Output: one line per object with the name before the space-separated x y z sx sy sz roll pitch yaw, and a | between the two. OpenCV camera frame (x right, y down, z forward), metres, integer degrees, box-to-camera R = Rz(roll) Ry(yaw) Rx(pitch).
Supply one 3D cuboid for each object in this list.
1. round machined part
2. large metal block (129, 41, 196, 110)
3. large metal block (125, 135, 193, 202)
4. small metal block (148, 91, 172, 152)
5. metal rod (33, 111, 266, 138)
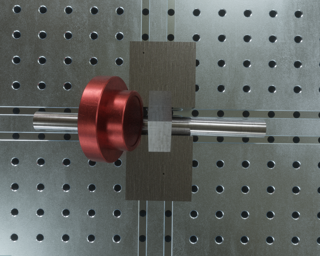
round machined part | -0.049 -0.009 0.347 0.042 0.098 0.097 4 90 14
large metal block | 0.003 -0.065 0.401 0.081 0.050 0.079 1 90 0
large metal block | -0.001 0.049 0.401 0.081 0.050 0.079 1 90 0
small metal block | 0.000 -0.008 0.357 0.025 0.050 0.050 1 46 0
metal rod | -0.013 -0.004 0.413 0.302 0.025 0.025 2 90 0
